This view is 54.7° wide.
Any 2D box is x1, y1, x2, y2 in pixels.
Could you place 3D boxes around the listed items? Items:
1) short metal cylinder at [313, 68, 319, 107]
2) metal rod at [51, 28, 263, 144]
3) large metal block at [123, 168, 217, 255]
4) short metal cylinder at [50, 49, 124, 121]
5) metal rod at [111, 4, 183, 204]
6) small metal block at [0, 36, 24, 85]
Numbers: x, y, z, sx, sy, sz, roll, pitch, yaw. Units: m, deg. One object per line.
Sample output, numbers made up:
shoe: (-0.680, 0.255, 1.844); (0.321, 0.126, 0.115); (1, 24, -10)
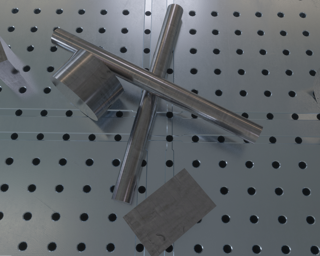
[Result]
short metal cylinder: (0.249, -0.052, 0.403); (0.050, 0.080, 0.080); (-17, 71, -6)
metal rod: (-0.011, -0.059, 0.405); (0.301, 0.025, 0.025); (27, 72, 10)
large metal block: (0.010, 0.097, 0.347); (0.080, 0.080, 0.050); (-37, 74, -12)
short metal cylinder: (-0.094, -0.055, 0.402); (0.080, 0.080, 0.050); (37, 74, 12)
metal rod: (-0.012, -0.046, 0.428); (0.025, 0.025, 0.299); (13, 70, 4)
small metal block: (-0.221, -0.096, 0.432); (0.025, 0.050, 0.050); (-26, 72, -9)
